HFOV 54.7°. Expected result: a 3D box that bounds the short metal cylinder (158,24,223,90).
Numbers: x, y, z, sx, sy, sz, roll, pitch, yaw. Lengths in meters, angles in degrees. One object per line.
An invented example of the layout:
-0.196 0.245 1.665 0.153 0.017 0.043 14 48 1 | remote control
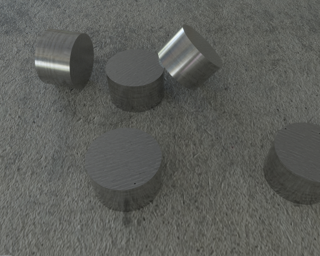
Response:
0.044 -0.101 0.445 0.080 0.050 0.080 35 31 -24 | short metal cylinder

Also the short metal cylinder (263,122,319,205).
0.165 0.040 0.354 0.080 0.050 0.080 0 50 0 | short metal cylinder

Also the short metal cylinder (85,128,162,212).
-0.038 0.046 0.348 0.080 0.050 0.080 0 50 0 | short metal cylinder

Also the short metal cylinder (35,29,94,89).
-0.136 -0.100 0.451 0.050 0.080 0.080 10 51 9 | short metal cylinder

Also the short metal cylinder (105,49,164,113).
-0.034 -0.068 0.444 0.080 0.050 0.080 0 50 0 | short metal cylinder
